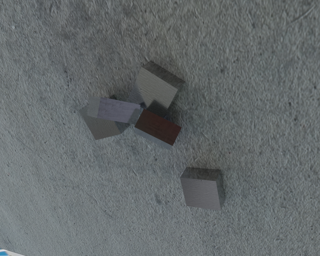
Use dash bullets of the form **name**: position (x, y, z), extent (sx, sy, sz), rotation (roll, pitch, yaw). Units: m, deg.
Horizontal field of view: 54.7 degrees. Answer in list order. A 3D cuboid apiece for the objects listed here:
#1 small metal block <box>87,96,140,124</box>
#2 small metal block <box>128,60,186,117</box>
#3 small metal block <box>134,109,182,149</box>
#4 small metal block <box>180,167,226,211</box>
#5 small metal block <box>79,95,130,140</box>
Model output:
- **small metal block**: position (-0.059, -0.022, 0.390), extent (0.050, 0.050, 0.025), rotation (13, 93, 63)
- **small metal block**: position (-0.004, -0.046, 0.381), extent (0.050, 0.025, 0.050), rotation (33, 128, 6)
- **small metal block**: position (-0.004, 0.003, 0.389), extent (0.050, 0.025, 0.050), rotation (26, 170, 1)
- **small metal block**: position (0.060, 0.083, 0.427), extent (0.050, 0.025, 0.050), rotation (1, 119, 28)
- **small metal block**: position (-0.079, -0.014, 0.440), extent (0.050, 0.025, 0.050), rotation (-14, 112, 34)
